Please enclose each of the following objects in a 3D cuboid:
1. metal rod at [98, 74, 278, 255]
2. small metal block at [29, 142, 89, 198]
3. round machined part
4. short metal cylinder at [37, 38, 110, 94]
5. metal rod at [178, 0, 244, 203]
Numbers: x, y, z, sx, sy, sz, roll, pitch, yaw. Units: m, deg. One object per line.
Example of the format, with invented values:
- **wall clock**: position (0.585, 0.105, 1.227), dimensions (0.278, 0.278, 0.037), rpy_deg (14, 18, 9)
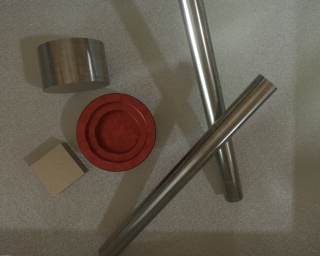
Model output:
- **metal rod**: position (0.022, 0.059, 0.371), dimensions (0.025, 0.025, 0.299), rpy_deg (40, 106, -1)
- **small metal block**: position (-0.132, 0.054, 0.410), dimensions (0.050, 0.025, 0.050), rpy_deg (-38, 91, 0)
- **round machined part**: position (-0.054, 0.005, 0.402), dimensions (0.099, 0.042, 0.097), rpy_deg (0, 90, -1)
- **short metal cylinder**: position (-0.106, -0.074, 0.383), dimensions (0.081, 0.080, 0.050), rpy_deg (-9, 90, 0)
- **metal rod**: position (0.059, -0.041, 0.359), dimensions (0.025, 0.025, 0.298), rpy_deg (-17, 112, 0)
